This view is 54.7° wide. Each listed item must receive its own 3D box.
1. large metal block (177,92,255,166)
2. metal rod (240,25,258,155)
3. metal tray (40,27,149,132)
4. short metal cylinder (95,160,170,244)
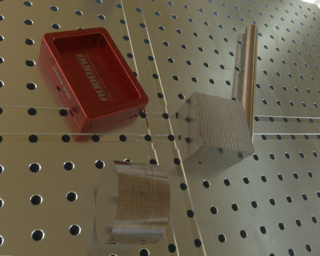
[{"bbox_3d":[0.075,0.003,0.430,0.081,0.050,0.080,9,58,-24],"label":"large metal block"},{"bbox_3d":[0.155,-0.082,0.541,0.025,0.025,0.300,25,53,-13],"label":"metal rod"},{"bbox_3d":[-0.084,-0.068,0.400,0.091,0.030,0.130,-21,73,-36],"label":"metal tray"},{"bbox_3d":[-0.030,0.074,0.311,0.050,0.080,0.080,10,58,-23],"label":"short metal cylinder"}]
